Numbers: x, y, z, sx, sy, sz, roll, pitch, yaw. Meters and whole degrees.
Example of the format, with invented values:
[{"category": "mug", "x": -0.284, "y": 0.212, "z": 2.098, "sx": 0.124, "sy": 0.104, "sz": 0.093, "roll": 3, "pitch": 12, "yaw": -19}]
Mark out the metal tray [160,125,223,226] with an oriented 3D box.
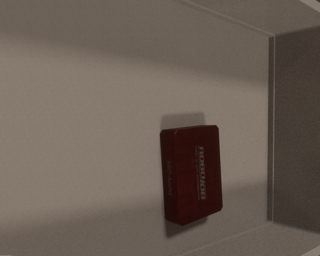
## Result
[{"category": "metal tray", "x": 0.047, "y": 0.063, "z": 0.446, "sx": 0.091, "sy": 0.030, "sz": 0.129, "roll": -6, "pitch": 94, "yaw": -40}]
